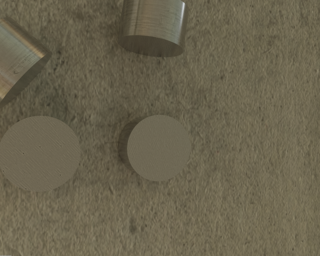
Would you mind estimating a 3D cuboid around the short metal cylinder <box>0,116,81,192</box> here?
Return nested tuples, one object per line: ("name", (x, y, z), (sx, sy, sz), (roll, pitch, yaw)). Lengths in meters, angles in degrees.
("short metal cylinder", (-0.133, 0.027, 0.347), (0.081, 0.050, 0.079), (0, 90, -21))

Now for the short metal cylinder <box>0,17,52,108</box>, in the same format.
("short metal cylinder", (-0.160, -0.067, 0.321), (0.050, 0.080, 0.080), (42, 77, -16))

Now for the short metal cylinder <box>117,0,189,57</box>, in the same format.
("short metal cylinder", (-0.008, -0.123, 0.378), (0.081, 0.080, 0.050), (9, 87, -20))

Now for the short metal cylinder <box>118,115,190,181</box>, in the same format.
("short metal cylinder", (-0.009, 0.024, 0.394), (0.081, 0.050, 0.079), (0, 90, -21))
